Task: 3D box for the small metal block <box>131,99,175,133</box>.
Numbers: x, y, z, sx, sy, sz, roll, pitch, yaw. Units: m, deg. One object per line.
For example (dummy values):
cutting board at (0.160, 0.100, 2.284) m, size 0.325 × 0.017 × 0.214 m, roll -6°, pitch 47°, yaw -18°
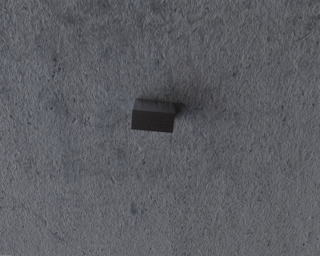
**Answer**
small metal block at (-0.009, -0.016, 0.391) m, size 0.050 × 0.050 × 0.025 m, roll 5°, pitch 110°, yaw -2°
